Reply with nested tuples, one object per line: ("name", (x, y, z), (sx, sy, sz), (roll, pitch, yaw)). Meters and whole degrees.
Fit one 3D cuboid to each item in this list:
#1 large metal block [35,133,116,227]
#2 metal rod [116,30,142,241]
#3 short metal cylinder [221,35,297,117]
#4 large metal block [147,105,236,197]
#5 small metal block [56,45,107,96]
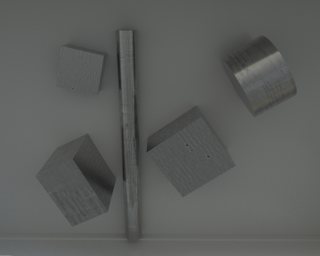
("large metal block", (-0.104, 0.065, 0.405), (0.050, 0.080, 0.080), (-25, 109, 9))
("metal rod", (-0.040, 0.023, 0.419), (0.025, 0.025, 0.298), (0, 110, -1))
("short metal cylinder", (0.114, -0.060, 0.362), (0.050, 0.080, 0.080), (-30, 108, 10))
("large metal block", (0.039, 0.030, 0.410), (0.080, 0.050, 0.080), (-34, 107, 11))
("small metal block", (-0.096, -0.072, 0.383), (0.050, 0.025, 0.050), (12, 110, -5))
